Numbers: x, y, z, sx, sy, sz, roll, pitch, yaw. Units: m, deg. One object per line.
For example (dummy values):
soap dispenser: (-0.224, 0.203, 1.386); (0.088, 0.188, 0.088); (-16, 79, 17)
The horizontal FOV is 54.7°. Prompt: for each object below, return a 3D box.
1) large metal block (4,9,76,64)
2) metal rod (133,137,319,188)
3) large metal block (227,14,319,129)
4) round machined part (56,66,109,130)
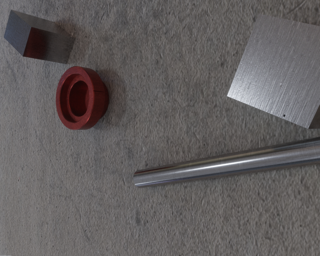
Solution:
large metal block: (-0.209, -0.157, 0.538); (0.080, 0.081, 0.050); (40, 114, 32)
metal rod: (0.086, 0.038, 0.332); (0.300, 0.025, 0.025); (-16, 80, 38)
large metal block: (0.122, -0.052, 0.287); (0.080, 0.050, 0.079); (29, 108, 36)
round machined part: (-0.118, -0.046, 0.489); (0.098, 0.042, 0.097); (0, 90, 39)
